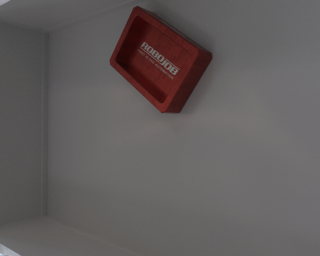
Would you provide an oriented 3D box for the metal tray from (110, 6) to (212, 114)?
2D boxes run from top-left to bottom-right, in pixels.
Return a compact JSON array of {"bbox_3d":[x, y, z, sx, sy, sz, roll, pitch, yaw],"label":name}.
[{"bbox_3d":[-0.005,-0.090,0.408,0.130,0.030,0.090,45,117,31],"label":"metal tray"}]
